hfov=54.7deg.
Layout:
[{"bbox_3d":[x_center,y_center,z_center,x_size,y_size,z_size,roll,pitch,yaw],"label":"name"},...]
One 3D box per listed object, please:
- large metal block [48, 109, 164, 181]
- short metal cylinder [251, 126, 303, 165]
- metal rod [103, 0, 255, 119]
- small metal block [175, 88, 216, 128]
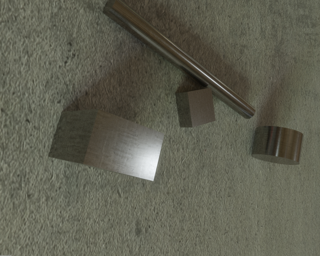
[{"bbox_3d":[-0.056,0.018,0.323,0.080,0.080,0.050,22,76,-38],"label":"large metal block"},{"bbox_3d":[0.206,0.032,0.545,0.080,0.080,0.050,22,77,-38],"label":"short metal cylinder"},{"bbox_3d":[0.048,-0.085,0.446,0.301,0.025,0.025,29,72,-37],"label":"metal rod"},{"bbox_3d":[0.052,-0.030,0.451,0.050,0.025,0.050,-15,100,-39],"label":"small metal block"}]
